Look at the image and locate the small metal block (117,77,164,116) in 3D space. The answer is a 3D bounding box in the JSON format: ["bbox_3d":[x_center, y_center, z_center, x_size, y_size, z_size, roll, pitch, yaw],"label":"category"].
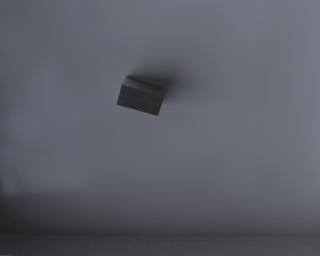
[{"bbox_3d":[-0.023,-0.040,0.383,0.050,0.050,0.025,15,109,-6],"label":"small metal block"}]
